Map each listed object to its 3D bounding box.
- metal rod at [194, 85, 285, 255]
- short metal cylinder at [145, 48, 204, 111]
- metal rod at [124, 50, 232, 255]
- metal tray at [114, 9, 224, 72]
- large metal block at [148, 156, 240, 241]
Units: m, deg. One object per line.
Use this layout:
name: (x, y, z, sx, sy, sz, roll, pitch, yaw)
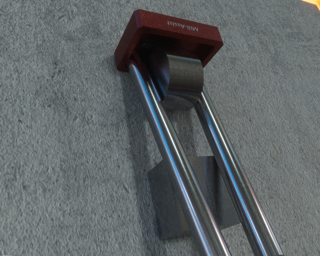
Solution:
metal rod: (0.070, 0.011, 0.378, 0.025, 0.025, 0.300, 8, 43, -24)
short metal cylinder: (0.015, -0.064, 0.419, 0.050, 0.080, 0.080, 2, 61, -28)
metal rod: (0.007, 0.009, 0.346, 0.025, 0.025, 0.300, 2, 46, -28)
metal tray: (0.011, -0.112, 0.439, 0.131, 0.090, 0.030, 2, 61, -28)
large metal block: (0.039, 0.080, 0.361, 0.081, 0.050, 0.080, 2, 61, -28)
